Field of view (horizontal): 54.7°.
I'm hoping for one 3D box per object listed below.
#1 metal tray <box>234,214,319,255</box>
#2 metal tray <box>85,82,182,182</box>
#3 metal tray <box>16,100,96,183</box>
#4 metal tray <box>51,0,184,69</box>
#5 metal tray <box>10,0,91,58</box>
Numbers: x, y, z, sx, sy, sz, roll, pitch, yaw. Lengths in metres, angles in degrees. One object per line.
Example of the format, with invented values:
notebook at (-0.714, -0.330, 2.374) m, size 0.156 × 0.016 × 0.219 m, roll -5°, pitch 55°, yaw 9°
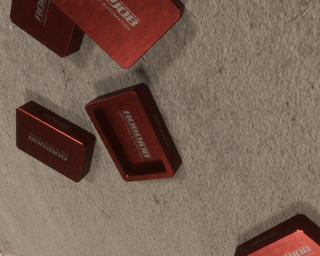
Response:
metal tray at (0.175, 0.181, 0.422) m, size 0.090 × 0.030 × 0.129 m, roll 40°, pitch 129°, yaw 0°
metal tray at (-0.035, 0.011, 0.427) m, size 0.090 × 0.030 × 0.129 m, roll -12°, pitch 113°, yaw 33°
metal tray at (-0.173, 0.023, 0.506) m, size 0.130 × 0.030 × 0.089 m, roll 28°, pitch 128°, yaw 10°
metal tray at (-0.051, -0.137, 0.318) m, size 0.130 × 0.030 × 0.090 m, roll 42°, pitch 120°, yaw -16°
metal tray at (-0.125, -0.162, 0.367) m, size 0.090 × 0.030 × 0.129 m, roll 36°, pitch 129°, yaw 3°
